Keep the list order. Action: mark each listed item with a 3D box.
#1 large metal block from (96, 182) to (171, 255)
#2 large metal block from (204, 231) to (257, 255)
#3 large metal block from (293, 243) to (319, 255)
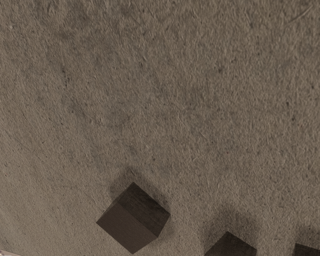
[{"bbox_3d":[-0.044,0.147,0.503,0.080,0.050,0.080,42,129,-1],"label":"large metal block"},{"bbox_3d":[0.092,0.214,0.455,0.050,0.080,0.079,32,128,7],"label":"large metal block"},{"bbox_3d":[0.213,0.210,0.409,0.080,0.050,0.079,11,123,21],"label":"large metal block"}]
